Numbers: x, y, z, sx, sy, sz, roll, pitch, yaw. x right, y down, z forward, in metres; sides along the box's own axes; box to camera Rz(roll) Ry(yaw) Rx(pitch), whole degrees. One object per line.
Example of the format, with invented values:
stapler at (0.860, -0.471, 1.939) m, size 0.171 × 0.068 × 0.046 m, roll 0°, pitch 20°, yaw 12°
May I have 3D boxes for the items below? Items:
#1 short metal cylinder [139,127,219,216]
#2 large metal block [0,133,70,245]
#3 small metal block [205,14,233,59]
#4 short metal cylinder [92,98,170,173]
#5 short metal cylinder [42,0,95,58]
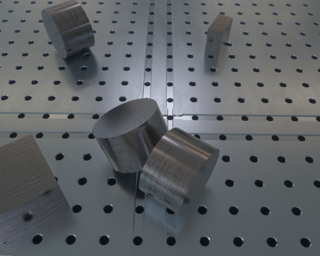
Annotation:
short metal cylinder at (0.022, 0.046, 0.333) m, size 0.050 × 0.080 × 0.080 m, roll 29°, pitch 56°, yaw 21°
large metal block at (-0.157, 0.065, 0.336) m, size 0.081 × 0.050 × 0.080 m, roll -27°, pitch 55°, yaw -21°
small metal block at (0.099, -0.154, 0.521) m, size 0.025 × 0.050 × 0.050 m, roll 21°, pitch 53°, yaw 17°
short metal cylinder at (-0.031, 0.007, 0.364) m, size 0.080 × 0.050 × 0.080 m, roll -18°, pitch 28°, yaw 11°
short metal cylinder at (-0.150, -0.161, 0.506) m, size 0.050 × 0.080 × 0.080 m, roll -30°, pitch 56°, yaw -23°
